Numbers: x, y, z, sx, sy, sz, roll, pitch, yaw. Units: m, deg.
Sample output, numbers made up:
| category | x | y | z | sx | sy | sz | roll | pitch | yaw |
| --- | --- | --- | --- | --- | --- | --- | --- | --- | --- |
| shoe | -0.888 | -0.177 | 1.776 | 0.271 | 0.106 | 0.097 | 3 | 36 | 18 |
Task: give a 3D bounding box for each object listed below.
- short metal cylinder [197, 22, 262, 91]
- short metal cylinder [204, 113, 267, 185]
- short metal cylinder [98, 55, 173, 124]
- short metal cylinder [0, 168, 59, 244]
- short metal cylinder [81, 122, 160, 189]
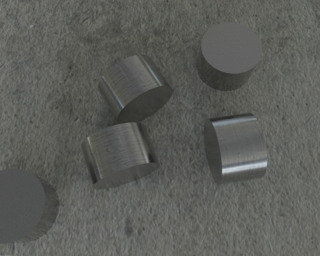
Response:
| category | x | y | z | sx | sy | sz | roll | pitch | yaw |
| --- | --- | --- | --- | --- | --- | --- | --- | --- | --- |
| short metal cylinder | 0.094 | -0.099 | 0.432 | 0.081 | 0.050 | 0.080 | 0 | 70 | 0 |
| short metal cylinder | 0.087 | 0.024 | 0.371 | 0.050 | 0.080 | 0.080 | -8 | 70 | -3 |
| short metal cylinder | -0.031 | -0.047 | 0.396 | 0.080 | 0.080 | 0.050 | -30 | 73 | -11 |
| short metal cylinder | -0.165 | 0.091 | 0.359 | 0.081 | 0.050 | 0.080 | 0 | 70 | 0 |
| short metal cylinder | -0.047 | 0.034 | 0.366 | 0.081 | 0.080 | 0.050 | -19 | 71 | -7 |
